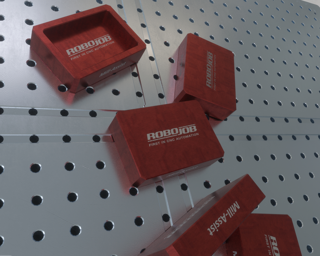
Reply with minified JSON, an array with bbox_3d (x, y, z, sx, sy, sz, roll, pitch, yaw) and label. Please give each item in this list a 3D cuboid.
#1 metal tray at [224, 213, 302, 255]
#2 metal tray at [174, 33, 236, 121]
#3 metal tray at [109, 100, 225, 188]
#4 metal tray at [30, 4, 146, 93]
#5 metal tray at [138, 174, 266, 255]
[{"bbox_3d":[0.130,0.171,0.370,0.091,0.030,0.130,9,58,-24],"label":"metal tray"},{"bbox_3d":[0.074,-0.084,0.495,0.091,0.030,0.130,19,54,-17],"label":"metal tray"},{"bbox_3d":[0.011,0.015,0.401,0.131,0.030,0.090,-11,68,-33],"label":"metal tray"},{"bbox_3d":[-0.093,-0.113,0.423,0.090,0.030,0.131,48,51,6],"label":"metal tray"},{"bbox_3d":[0.042,0.105,0.324,0.131,0.090,0.030,-30,78,-37],"label":"metal tray"}]
